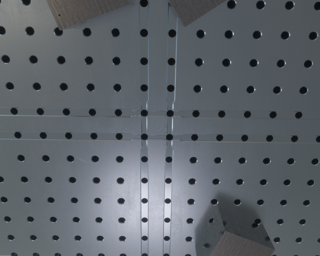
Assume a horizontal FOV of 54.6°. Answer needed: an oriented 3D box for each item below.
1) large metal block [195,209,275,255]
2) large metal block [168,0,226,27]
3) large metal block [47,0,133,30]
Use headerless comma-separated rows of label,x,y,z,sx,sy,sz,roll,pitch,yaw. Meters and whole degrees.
large metal block,0.110,0.182,0.468,0.080,0.050,0.080,23,108,-8
large metal block,0.039,-0.169,0.338,0.080,0.050,0.080,-31,107,10
large metal block,-0.083,-0.161,0.340,0.080,0.050,0.080,-18,109,6
